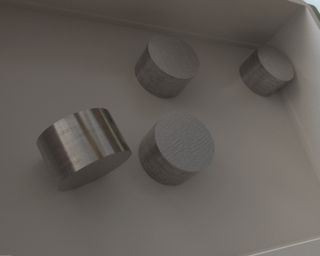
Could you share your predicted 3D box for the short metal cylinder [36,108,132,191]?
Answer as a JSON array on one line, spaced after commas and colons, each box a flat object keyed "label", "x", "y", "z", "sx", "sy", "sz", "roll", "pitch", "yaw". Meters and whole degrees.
[{"label": "short metal cylinder", "x": -0.076, "y": 0.023, "z": 0.316, "sx": 0.081, "sy": 0.080, "sz": 0.050, "roll": -20, "pitch": 73, "yaw": -36}]

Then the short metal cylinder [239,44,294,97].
[{"label": "short metal cylinder", "x": 0.192, "y": -0.104, "z": 0.559, "sx": 0.081, "sy": 0.050, "sz": 0.080, "roll": 14, "pitch": 56, "yaw": -21}]

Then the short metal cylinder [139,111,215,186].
[{"label": "short metal cylinder", "x": 0.020, "y": 0.026, "z": 0.386, "sx": 0.081, "sy": 0.050, "sz": 0.080, "roll": 14, "pitch": 56, "yaw": -21}]

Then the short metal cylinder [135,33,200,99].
[{"label": "short metal cylinder", "x": 0.010, "y": -0.090, "z": 0.452, "sx": 0.081, "sy": 0.050, "sz": 0.080, "roll": 14, "pitch": 56, "yaw": -21}]
